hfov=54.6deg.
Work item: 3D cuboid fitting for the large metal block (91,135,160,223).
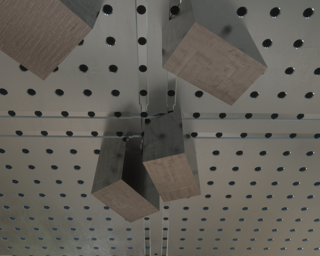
[{"bbox_3d":[-0.044,0.072,0.436,0.050,0.080,0.080,-28,125,22],"label":"large metal block"}]

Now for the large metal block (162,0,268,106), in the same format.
[{"bbox_3d":[0.049,-0.080,0.308,0.080,0.080,0.050,25,126,-20],"label":"large metal block"}]

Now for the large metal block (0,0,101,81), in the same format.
[{"bbox_3d":[-0.119,-0.108,0.302,0.080,0.050,0.080,-36,122,26],"label":"large metal block"}]

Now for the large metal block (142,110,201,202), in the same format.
[{"bbox_3d":[0.016,0.037,0.407,0.050,0.080,0.080,-14,129,11],"label":"large metal block"}]
